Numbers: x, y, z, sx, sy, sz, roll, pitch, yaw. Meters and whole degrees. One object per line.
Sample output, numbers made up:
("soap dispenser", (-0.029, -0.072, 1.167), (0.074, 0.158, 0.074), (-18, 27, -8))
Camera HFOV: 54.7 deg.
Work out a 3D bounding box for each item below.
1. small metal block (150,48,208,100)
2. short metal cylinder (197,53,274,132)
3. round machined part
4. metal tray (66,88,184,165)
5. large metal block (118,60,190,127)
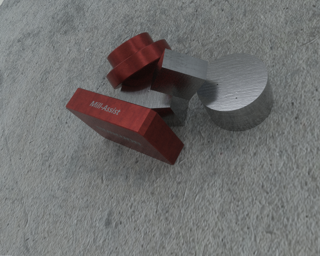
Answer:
("small metal block", (0.021, -0.060, 0.356), (0.050, 0.050, 0.025), (14, 65, -11))
("short metal cylinder", (0.090, -0.042, 0.369), (0.080, 0.050, 0.080), (-13, 56, 21))
("round machined part", (-0.035, -0.098, 0.436), (0.098, 0.098, 0.042), (-32, 96, 7))
("metal tray", (-0.044, -0.002, 0.387), (0.130, 0.090, 0.030), (18, 72, 35))
("large metal block", (-0.005, -0.047, 0.422), (0.080, 0.050, 0.080), (-1, 61, 27))
